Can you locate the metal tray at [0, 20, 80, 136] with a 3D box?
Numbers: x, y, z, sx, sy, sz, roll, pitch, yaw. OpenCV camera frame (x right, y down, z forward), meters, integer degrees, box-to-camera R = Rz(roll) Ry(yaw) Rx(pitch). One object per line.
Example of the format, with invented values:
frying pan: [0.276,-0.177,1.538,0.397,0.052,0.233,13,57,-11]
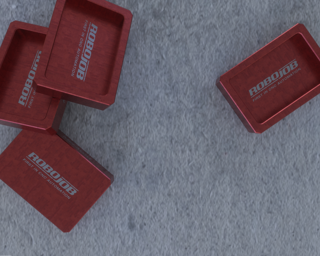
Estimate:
metal tray: [-0.158,-0.063,0.387,0.091,0.030,0.130,13,74,-1]

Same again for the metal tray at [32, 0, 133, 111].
metal tray: [-0.090,-0.095,0.374,0.091,0.030,0.130,16,74,-22]

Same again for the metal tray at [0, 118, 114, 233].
metal tray: [-0.138,0.060,0.406,0.130,0.030,0.090,41,90,-1]

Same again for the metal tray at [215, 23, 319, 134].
metal tray: [0.152,-0.063,0.409,0.130,0.030,0.090,-35,90,-1]
